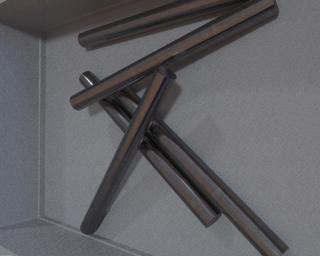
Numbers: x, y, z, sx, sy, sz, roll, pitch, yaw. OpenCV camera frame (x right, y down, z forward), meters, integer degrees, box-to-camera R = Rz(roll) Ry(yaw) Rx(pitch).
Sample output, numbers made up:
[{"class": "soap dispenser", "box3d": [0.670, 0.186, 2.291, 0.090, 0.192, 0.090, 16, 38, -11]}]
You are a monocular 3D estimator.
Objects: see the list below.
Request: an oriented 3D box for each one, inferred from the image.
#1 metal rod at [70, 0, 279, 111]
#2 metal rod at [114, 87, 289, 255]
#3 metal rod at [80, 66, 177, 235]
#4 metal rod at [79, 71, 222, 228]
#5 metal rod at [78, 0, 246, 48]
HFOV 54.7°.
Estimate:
[{"class": "metal rod", "box3d": [-0.005, -0.083, 0.388, 0.300, 0.025, 0.025, -20, 77, 31]}, {"class": "metal rod", "box3d": [0.029, 0.034, 0.381, 0.300, 0.025, 0.025, 46, 117, 30]}, {"class": "metal rod", "box3d": [-0.055, 0.050, 0.422, 0.025, 0.025, 0.298, 48, 126, 29]}, {"class": "metal rod", "box3d": [-0.029, 0.012, 0.428, 0.300, 0.025, 0.025, 46, 117, 30]}, {"class": "metal rod", "box3d": [-0.007, -0.145, 0.410, 0.300, 0.025, 0.025, -1, 90, 39]}]
